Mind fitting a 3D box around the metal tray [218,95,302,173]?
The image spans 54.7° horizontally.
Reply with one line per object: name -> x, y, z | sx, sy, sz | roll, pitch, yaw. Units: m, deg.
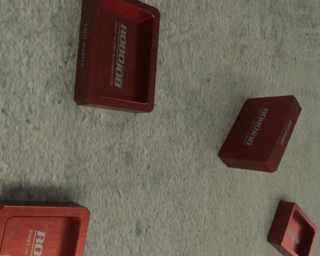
metal tray -> 0.161, 0.006, 0.500 | 0.030, 0.090, 0.130 | 48, 62, -30

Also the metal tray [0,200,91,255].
metal tray -> -0.125, 0.138, 0.298 | 0.091, 0.030, 0.129 | 14, 81, -39

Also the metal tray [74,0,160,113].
metal tray -> -0.047, -0.086, 0.363 | 0.091, 0.030, 0.129 | 6, 86, -40

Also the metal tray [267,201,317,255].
metal tray -> 0.275, 0.218, 0.636 | 0.130, 0.030, 0.090 | 43, 64, -32
